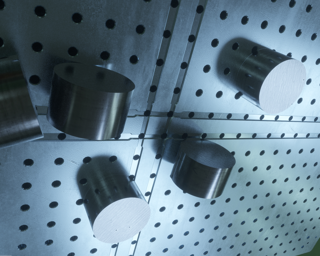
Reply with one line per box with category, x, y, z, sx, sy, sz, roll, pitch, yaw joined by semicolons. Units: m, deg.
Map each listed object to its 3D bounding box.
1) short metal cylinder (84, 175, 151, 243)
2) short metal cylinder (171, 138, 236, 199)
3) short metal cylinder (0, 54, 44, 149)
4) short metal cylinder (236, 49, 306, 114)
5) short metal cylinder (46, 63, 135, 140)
short metal cylinder;-0.060;0.112;0.432;0.081;0.050;0.079;-14;124;-21
short metal cylinder;0.061;0.056;0.443;0.081;0.080;0.050;2;117;-30
short metal cylinder;-0.144;-0.023;0.283;0.050;0.080;0.079;-17;125;-19
short metal cylinder;0.157;-0.066;0.439;0.081;0.050;0.079;-14;124;-21
short metal cylinder;-0.071;-0.029;0.319;0.081;0.080;0.050;3;117;-30
